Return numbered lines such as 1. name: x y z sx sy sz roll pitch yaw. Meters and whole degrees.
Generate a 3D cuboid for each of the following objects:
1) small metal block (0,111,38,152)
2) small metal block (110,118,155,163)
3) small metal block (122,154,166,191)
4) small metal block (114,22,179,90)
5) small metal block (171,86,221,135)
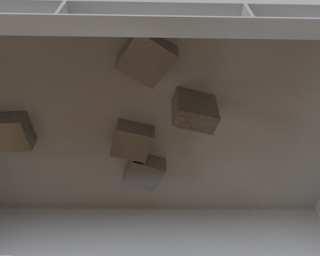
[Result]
1. small metal block: -0.199 0.005 0.412 0.050 0.025 0.050 -2 130 1
2. small metal block: -0.038 0.018 0.424 0.050 0.025 0.050 12 129 -11
3. small metal block: -0.024 0.065 0.464 0.050 0.025 0.050 17 128 -14
4. small metal block: -0.015 -0.078 0.342 0.050 0.025 0.050 27 125 -22
5. small metal block: 0.042 -0.022 0.374 0.050 0.050 0.025 12 129 -10
